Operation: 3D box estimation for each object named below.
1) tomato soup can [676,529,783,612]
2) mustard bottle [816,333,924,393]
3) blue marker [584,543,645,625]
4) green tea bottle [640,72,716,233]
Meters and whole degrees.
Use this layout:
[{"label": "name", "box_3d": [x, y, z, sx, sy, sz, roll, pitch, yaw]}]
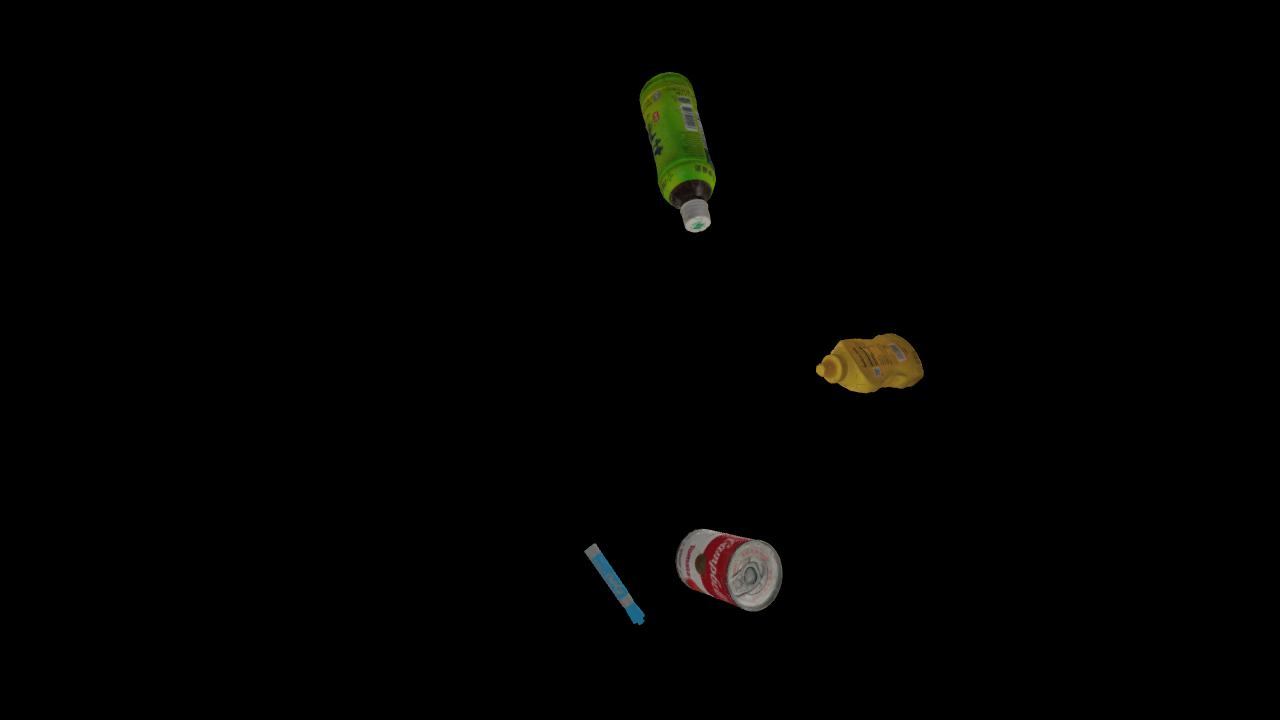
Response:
[{"label": "tomato soup can", "box_3d": [0.089, 0.214, 0.639, 0.068, 0.068, 0.101, 0, -7, -27]}, {"label": "mustard bottle", "box_3d": [0.336, 0.006, 0.922, 0.184, 0.092, 0.054, -6, -28, -29]}, {"label": "blue marker", "box_3d": [-0.033, 0.302, 0.828, 0.020, 0.121, 0.020, -36, -12, -9]}, {"label": "green tea bottle", "box_3d": [0.049, -0.247, 0.738, 0.073, 0.212, 0.073, -8, -27, -4]}]
